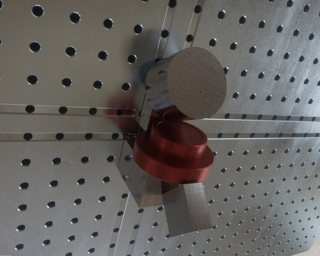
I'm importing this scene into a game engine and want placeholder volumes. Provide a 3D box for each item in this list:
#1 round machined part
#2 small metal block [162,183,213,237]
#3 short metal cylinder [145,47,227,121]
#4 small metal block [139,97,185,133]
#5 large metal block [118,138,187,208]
[{"bbox_3d":[0.019,0.022,0.376,0.099,0.098,0.042,1,118,-29],"label":"round machined part"},{"bbox_3d":[0.029,0.094,0.353,0.025,0.050,0.050,1,156,-30],"label":"small metal block"},{"bbox_3d":[0.030,-0.049,0.361,0.081,0.050,0.080,1,88,-29],"label":"short metal cylinder"},{"bbox_3d":[0.005,-0.022,0.401,0.050,0.025,0.050,1,118,-29],"label":"small metal block"},{"bbox_3d":[-0.001,0.055,0.410,0.081,0.080,0.050,1,118,-29],"label":"large metal block"}]
